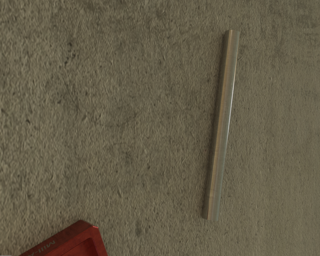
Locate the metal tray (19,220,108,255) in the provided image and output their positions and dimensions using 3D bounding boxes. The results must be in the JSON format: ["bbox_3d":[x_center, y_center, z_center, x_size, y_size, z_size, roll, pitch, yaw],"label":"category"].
[{"bbox_3d":[-0.112,0.165,0.309,0.131,0.030,0.089,-25,106,-37],"label":"metal tray"}]

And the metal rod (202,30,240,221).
[{"bbox_3d":[0.097,-0.008,0.488,0.025,0.025,0.298,14,81,-40],"label":"metal rod"}]
